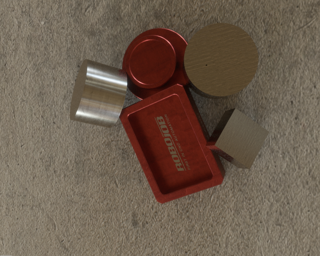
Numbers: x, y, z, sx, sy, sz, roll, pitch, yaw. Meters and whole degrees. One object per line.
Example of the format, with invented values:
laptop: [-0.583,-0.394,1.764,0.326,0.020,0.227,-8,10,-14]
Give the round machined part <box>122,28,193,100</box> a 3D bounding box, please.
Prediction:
round machined part: [-0.006,-0.082,0.404,0.098,0.042,0.097,0,90,20]

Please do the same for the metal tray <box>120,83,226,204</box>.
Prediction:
metal tray: [0.015,0.020,0.390,0.090,0.030,0.129,-23,92,18]

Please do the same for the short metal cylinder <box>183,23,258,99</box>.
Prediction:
short metal cylinder: [0.067,-0.075,0.362,0.080,0.050,0.079,0,92,2]

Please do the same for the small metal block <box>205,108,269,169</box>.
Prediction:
small metal block: [0.090,0.013,0.360,0.050,0.025,0.050,34,77,-10]

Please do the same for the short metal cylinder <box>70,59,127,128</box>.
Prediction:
short metal cylinder: [-0.081,-0.044,0.403,0.050,0.080,0.080,13,96,-24]
